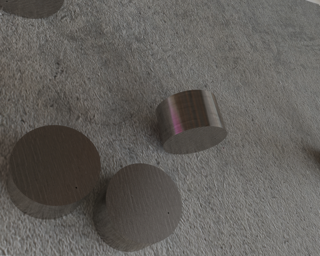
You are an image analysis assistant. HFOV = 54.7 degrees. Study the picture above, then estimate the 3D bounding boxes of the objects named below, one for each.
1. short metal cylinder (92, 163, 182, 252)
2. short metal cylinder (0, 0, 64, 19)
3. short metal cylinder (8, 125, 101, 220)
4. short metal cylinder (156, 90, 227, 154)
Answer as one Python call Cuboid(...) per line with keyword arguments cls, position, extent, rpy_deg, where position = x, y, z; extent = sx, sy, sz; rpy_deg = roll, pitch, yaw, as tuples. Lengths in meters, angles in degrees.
Cuboid(cls="short metal cylinder", position=(-0.024, 0.083, 0.324), extent=(0.081, 0.050, 0.080), rpy_deg=(14, 56, -21))
Cuboid(cls="short metal cylinder", position=(-0.165, -0.187, 0.394), extent=(0.081, 0.080, 0.050), rpy_deg=(0, 62, -28))
Cuboid(cls="short metal cylinder", position=(-0.105, 0.044, 0.305), extent=(0.081, 0.050, 0.080), rpy_deg=(14, 56, -21))
Cuboid(cls="short metal cylinder", position=(0.039, -0.005, 0.392), extent=(0.081, 0.080, 0.050), rpy_deg=(2, 61, -27))
